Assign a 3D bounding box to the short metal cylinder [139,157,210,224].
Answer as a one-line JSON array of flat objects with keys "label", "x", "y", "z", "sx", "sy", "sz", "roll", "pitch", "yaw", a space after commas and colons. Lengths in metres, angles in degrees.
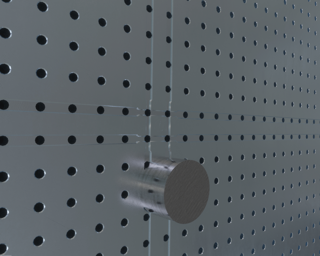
[{"label": "short metal cylinder", "x": 0.020, "y": 0.080, "z": 0.408, "sx": 0.081, "sy": 0.050, "sz": 0.080, "roll": 0, "pitch": 90, "yaw": -40}]
